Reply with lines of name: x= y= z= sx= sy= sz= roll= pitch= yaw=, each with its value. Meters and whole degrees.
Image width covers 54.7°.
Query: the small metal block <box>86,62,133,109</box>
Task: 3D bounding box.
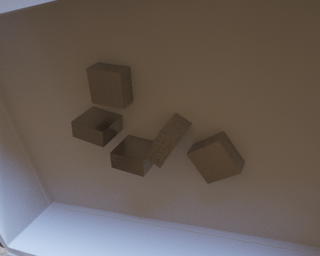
small metal block: x=-0.065 y=-0.056 z=0.408 sx=0.050 sy=0.025 sz=0.050 roll=11 pitch=123 yaw=22

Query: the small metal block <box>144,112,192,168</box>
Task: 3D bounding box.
small metal block: x=0.011 y=0.015 z=0.397 sx=0.025 sy=0.050 sz=0.050 roll=35 pitch=129 yaw=5

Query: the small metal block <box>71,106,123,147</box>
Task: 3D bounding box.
small metal block: x=-0.088 y=-0.003 z=0.437 sx=0.050 sy=0.050 sz=0.025 roll=17 pitch=125 yaw=18

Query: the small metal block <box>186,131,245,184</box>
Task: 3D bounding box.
small metal block: x=0.071 y=0.038 z=0.395 sx=0.050 sy=0.025 sz=0.050 roll=-27 pitch=104 yaw=37

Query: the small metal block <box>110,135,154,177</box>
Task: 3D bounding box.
small metal block: x=-0.034 y=0.038 z=0.434 sx=0.050 sy=0.050 sz=0.025 roll=13 pitch=124 yaw=21
